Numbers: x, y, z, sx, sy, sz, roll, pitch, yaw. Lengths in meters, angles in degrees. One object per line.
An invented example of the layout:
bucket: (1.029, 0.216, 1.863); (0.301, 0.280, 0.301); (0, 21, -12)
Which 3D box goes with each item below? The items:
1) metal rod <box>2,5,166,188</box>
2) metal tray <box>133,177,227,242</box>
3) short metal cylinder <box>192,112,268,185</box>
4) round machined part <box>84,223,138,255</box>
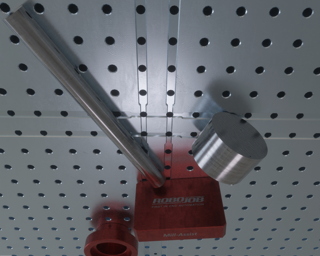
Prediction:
metal rod: (-0.075, -0.017, 0.396); (0.025, 0.025, 0.300); (-23, 127, 18)
metal tray: (0.028, 0.122, 0.472); (0.131, 0.090, 0.030); (-4, 130, 3)
short metal cylinder: (0.088, 0.025, 0.397); (0.080, 0.080, 0.050); (19, 127, -16)
round machined part: (-0.090, 0.216, 0.583); (0.099, 0.042, 0.097); (0, 130, 0)
